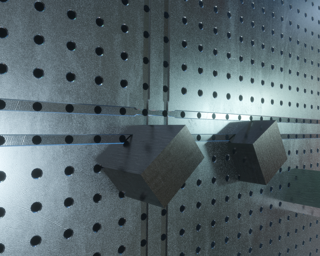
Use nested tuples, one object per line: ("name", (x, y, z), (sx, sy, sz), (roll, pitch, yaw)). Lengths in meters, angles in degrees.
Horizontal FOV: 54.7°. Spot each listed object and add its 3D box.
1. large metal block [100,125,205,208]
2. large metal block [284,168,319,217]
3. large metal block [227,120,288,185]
("large metal block", (-0.009, 0.040, 0.368), (0.080, 0.080, 0.050), (-46, 118, -30))
("large metal block", (0.318, 0.135, 0.645), (0.050, 0.080, 0.080), (43, 64, -32))
("large metal block", (0.171, 0.040, 0.540), (0.081, 0.050, 0.080), (-36, 113, -34))
